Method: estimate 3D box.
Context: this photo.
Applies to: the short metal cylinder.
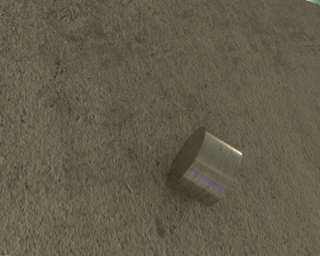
[{"bbox_3d":[0.051,0.045,0.368,0.050,0.080,0.080,32,52,-8],"label":"short metal cylinder"}]
